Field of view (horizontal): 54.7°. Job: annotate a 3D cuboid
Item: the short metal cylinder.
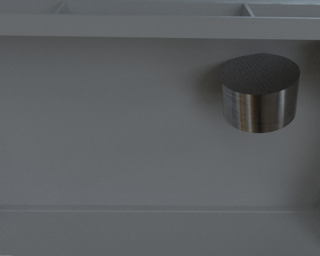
[{"bbox_3d":[0.108,-0.040,0.340,0.080,0.080,0.050,-9,130,7],"label":"short metal cylinder"}]
